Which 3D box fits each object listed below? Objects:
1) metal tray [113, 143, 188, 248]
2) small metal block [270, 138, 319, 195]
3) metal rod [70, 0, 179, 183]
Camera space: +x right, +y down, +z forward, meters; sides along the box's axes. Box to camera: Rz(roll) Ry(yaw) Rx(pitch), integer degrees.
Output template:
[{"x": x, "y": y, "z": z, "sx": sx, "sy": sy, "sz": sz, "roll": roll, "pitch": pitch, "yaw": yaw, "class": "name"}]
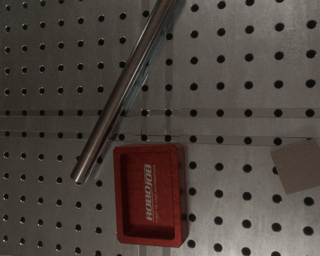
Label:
[{"x": -0.013, "y": 0.087, "z": 0.413, "sx": 0.090, "sy": 0.030, "sz": 0.129, "roll": -3, "pitch": 89, "yaw": 19, "class": "metal tray"}, {"x": 0.161, "y": 0.044, "z": 0.356, "sx": 0.050, "sy": 0.025, "sz": 0.050, "roll": -21, "pitch": 83, "yaw": 18, "class": "small metal block"}, {"x": -0.050, "y": -0.056, "z": 0.428, "sx": 0.025, "sy": 0.025, "sz": 0.299, "roll": 31, "pitch": 100, "yaw": 17, "class": "metal rod"}]
